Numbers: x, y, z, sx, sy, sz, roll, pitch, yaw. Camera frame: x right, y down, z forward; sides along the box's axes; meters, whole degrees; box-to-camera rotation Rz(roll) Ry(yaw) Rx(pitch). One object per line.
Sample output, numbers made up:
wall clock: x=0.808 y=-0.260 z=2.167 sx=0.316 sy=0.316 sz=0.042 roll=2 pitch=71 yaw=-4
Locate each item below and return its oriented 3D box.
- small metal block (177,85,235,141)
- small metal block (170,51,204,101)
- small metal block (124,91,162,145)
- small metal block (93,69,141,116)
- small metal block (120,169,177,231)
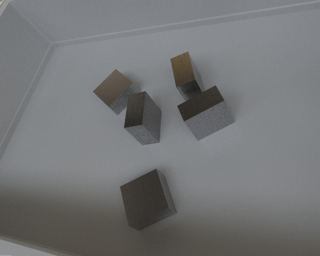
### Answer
small metal block: x=0.056 y=-0.016 z=0.370 sx=0.050 sy=0.050 sz=0.025 roll=-28 pitch=53 yaw=10
small metal block: x=0.038 y=-0.062 z=0.407 sx=0.025 sy=0.050 sz=0.050 roll=-20 pitch=54 yaw=16
small metal block: x=-0.021 y=-0.012 z=0.407 sx=0.025 sy=0.050 sz=0.050 roll=-10 pitch=58 yaw=23
small metal block: x=-0.066 y=-0.055 z=0.472 sx=0.050 sy=0.025 sz=0.050 roll=-46 pitch=51 yaw=-4
small metal block: x=-0.014 y=0.083 z=0.361 sx=0.050 sy=0.025 sz=0.050 roll=-27 pitch=52 yaw=10
